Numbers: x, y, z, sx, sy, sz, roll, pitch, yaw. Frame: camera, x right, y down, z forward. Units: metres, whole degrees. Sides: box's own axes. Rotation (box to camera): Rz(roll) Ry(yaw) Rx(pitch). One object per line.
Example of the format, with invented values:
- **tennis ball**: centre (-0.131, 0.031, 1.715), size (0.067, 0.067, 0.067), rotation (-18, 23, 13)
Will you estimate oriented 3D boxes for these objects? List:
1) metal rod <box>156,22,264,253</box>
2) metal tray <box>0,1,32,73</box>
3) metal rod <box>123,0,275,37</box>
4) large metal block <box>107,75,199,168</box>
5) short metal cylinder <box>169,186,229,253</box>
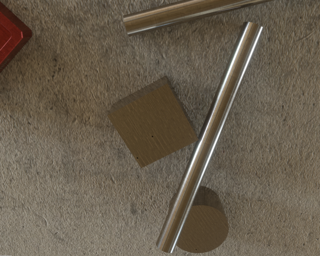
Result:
- **metal rod**: centre (0.059, 0.017, 0.386), size (0.025, 0.025, 0.298), rotation (20, 97, -8)
- **metal tray**: centre (-0.231, -0.098, 0.367), size (0.130, 0.030, 0.090), rotation (-42, 105, 13)
- **metal rod**: centre (0.107, -0.154, 0.354), size (0.302, 0.025, 0.025), rotation (-13, 110, 4)
- **large metal block**: centre (-0.008, -0.009, 0.393), size (0.080, 0.050, 0.080), rotation (-27, 108, 9)
- **short metal cylinder**: centre (0.053, 0.130, 0.445), size (0.081, 0.050, 0.079), rotation (0, 110, -1)
